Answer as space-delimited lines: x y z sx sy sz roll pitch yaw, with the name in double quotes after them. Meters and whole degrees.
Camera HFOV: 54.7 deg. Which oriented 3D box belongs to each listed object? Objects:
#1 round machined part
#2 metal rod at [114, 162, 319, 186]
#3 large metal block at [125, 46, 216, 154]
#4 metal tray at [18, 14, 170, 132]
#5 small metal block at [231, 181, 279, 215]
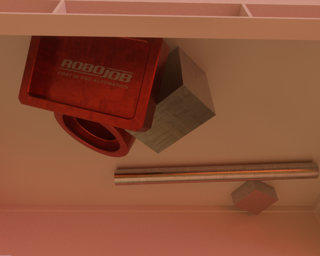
-0.072 -0.010 0.370 0.098 0.042 0.098 21 150 13 "round machined part"
0.083 0.069 0.469 0.302 0.025 0.025 -2 130 1 "metal rod"
0.009 -0.032 0.346 0.080 0.080 0.050 -36 122 26 "large metal block"
-0.065 -0.053 0.300 0.131 0.030 0.089 13 92 13 "metal tray"
0.155 0.113 0.508 0.050 0.025 0.050 26 125 -21 "small metal block"
